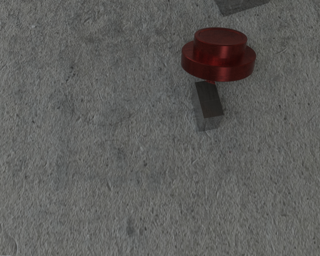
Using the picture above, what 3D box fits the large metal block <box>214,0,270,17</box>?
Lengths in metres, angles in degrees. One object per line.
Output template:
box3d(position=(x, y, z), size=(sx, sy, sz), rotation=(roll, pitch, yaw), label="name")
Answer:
box3d(position=(0.123, -0.231, 0.480), size=(0.080, 0.050, 0.080), rotation=(-20, 71, -7), label="large metal block")

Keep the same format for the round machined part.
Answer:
box3d(position=(0.078, -0.103, 0.413), size=(0.099, 0.042, 0.098), rotation=(1, 36, -1), label="round machined part")

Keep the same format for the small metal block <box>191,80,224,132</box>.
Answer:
box3d(position=(0.061, -0.028, 0.406), size=(0.025, 0.050, 0.050), rotation=(-10, 71, -4), label="small metal block")
